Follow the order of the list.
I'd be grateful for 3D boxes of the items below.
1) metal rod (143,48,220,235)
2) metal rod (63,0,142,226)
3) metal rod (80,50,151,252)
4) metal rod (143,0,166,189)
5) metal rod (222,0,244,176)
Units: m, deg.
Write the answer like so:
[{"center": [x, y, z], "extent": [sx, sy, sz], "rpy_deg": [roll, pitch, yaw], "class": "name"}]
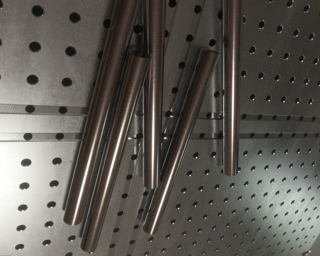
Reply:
[{"center": [0.024, 0.034, 0.446], "extent": [0.025, 0.025, 0.298], "rpy_deg": [2, 117, -30], "class": "metal rod"}, {"center": [-0.075, -0.006, 0.367], "extent": [0.025, 0.025, 0.298], "rpy_deg": [5, 116, -31], "class": "metal rod"}, {"center": [-0.064, 0.048, 0.398], "extent": [0.025, 0.025, 0.298], "rpy_deg": [2, 120, -30], "class": "metal rod"}, {"center": [-0.009, -0.046, 0.379], "extent": [0.025, 0.025, 0.298], "rpy_deg": [-12, 124, -22], "class": "metal rod"}, {"center": [0.102, -0.048, 0.438], "extent": [0.025, 0.025, 0.298], "rpy_deg": [-20, 127, -17], "class": "metal rod"}]
